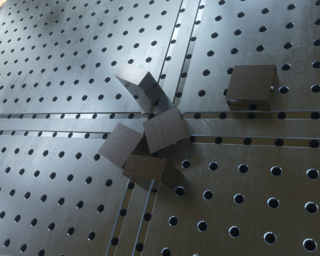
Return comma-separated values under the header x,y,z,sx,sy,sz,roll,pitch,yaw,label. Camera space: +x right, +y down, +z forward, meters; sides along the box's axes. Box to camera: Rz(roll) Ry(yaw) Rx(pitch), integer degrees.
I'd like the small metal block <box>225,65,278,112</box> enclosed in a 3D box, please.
x,y,z,sx,sy,sz,roll,pitch,yaw,label
0.113,-0.049,0.380,0.050,0.025,0.050,6,64,31,small metal block

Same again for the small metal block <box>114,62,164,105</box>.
x,y,z,sx,sy,sz,roll,pitch,yaw,label
-0.029,-0.064,0.448,0.050,0.050,0.025,27,77,37,small metal block

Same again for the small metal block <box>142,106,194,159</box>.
x,y,z,sx,sy,sz,roll,pitch,yaw,label
0.010,0.008,0.399,0.050,0.025,0.050,-26,53,12,small metal block

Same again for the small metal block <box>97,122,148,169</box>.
x,y,z,sx,sy,sz,roll,pitch,yaw,label
-0.047,0.027,0.418,0.050,0.025,0.050,26,76,37,small metal block

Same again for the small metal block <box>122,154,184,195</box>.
x,y,z,sx,sy,sz,roll,pitch,yaw,label
-0.007,0.055,0.363,0.050,0.050,0.025,4,64,30,small metal block
